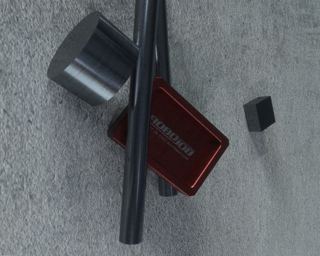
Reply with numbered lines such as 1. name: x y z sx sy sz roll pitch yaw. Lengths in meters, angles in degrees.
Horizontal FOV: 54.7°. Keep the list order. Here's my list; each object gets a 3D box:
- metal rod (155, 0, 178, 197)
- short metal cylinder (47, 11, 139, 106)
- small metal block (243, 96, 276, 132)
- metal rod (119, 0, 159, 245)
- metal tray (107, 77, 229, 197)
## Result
1. metal rod: 0.002 -0.060 0.406 0.025 0.025 0.298 -6 94 -40
2. short metal cylinder: -0.067 -0.069 0.312 0.050 0.080 0.080 36 68 -34
3. small metal block: 0.179 -0.026 0.554 0.050 0.025 0.050 -26 107 -37
4. metal rod: -0.021 -0.027 0.336 0.025 0.025 0.298 4 90 -40
5. metal tray: 0.013 0.012 0.382 0.130 0.030 0.090 41 77 -18
